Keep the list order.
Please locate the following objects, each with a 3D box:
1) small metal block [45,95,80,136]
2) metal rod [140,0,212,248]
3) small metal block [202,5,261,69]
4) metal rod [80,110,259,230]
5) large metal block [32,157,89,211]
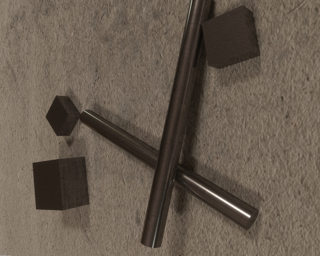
[{"bbox_3d":[-0.170,-0.021,0.542,0.050,0.025,0.050,50,119,28],"label":"small metal block"},{"bbox_3d":[0.019,-0.010,0.364,0.025,0.025,0.298,12,90,39],"label":"metal rod"},{"bbox_3d":[0.077,-0.098,0.340,0.050,0.025,0.050,-13,82,39],"label":"small metal block"},{"bbox_3d":[-0.011,0.039,0.411,0.300,0.025,0.025,28,108,36],"label":"metal rod"},{"bbox_3d":[-0.169,0.094,0.525,0.080,0.050,0.080,-11,83,39],"label":"large metal block"}]
